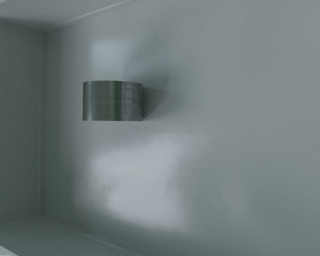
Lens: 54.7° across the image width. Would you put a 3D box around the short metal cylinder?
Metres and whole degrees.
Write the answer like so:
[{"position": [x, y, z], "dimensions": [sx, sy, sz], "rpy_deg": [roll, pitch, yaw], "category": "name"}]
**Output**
[{"position": [-0.064, -0.034, 0.421], "dimensions": [0.080, 0.081, 0.050], "rpy_deg": [2, 91, 39], "category": "short metal cylinder"}]
